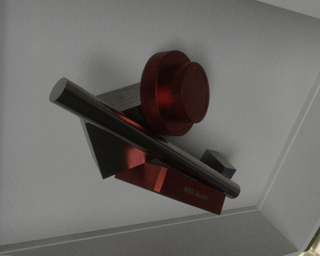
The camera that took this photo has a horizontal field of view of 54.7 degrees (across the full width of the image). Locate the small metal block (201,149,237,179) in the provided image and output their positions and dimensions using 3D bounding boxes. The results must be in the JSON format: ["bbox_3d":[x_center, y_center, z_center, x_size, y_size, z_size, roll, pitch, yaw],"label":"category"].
[{"bbox_3d":[0.083,0.069,0.481,0.025,0.050,0.050,16,110,-35],"label":"small metal block"}]

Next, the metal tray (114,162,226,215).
[{"bbox_3d":[0.016,0.079,0.419,0.131,0.090,0.030,29,75,-39],"label":"metal tray"}]

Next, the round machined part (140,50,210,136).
[{"bbox_3d":[0.023,-0.039,0.352,0.099,0.042,0.097,-2,93,-57],"label":"round machined part"}]

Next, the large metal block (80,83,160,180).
[{"bbox_3d":[-0.046,0.002,0.368,0.081,0.050,0.079,-21,127,-17],"label":"large metal block"}]

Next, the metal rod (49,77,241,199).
[{"bbox_3d":[0.009,0.030,0.365,0.301,0.025,0.025,33,100,-39],"label":"metal rod"}]
